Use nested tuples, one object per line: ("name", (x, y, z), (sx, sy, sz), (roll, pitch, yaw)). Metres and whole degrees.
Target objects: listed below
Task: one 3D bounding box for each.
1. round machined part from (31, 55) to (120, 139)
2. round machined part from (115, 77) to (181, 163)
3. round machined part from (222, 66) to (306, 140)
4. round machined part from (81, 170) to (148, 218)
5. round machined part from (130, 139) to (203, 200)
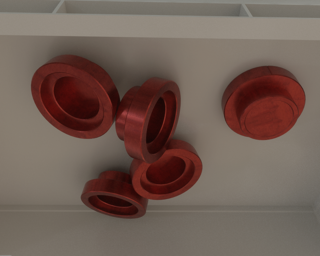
("round machined part", (-0.090, -0.038, 0.352), (0.098, 0.042, 0.097), (10, 129, 13))
("round machined part", (-0.015, -0.012, 0.359), (0.042, 0.098, 0.097), (17, 134, 22))
("round machined part", (0.128, -0.023, 0.380), (0.099, 0.042, 0.097), (-1, 130, 0))
("round machined part", (-0.065, 0.099, 0.470), (0.099, 0.042, 0.097), (8, 145, 6))
("round machined part", (0.006, 0.053, 0.433), (0.099, 0.042, 0.097), (-10, 130, -12))
